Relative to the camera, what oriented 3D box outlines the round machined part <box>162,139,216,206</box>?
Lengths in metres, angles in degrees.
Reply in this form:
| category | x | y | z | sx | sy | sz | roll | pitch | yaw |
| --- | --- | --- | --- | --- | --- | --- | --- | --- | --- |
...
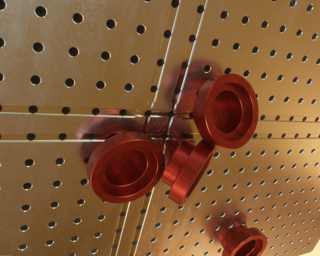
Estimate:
| category | x | y | z | sx | sy | sz | roll | pitch | yaw |
| --- | --- | --- | --- | --- | --- | --- | --- | --- | --- |
| round machined part | 0.037 | 0.056 | 0.434 | 0.098 | 0.042 | 0.098 | -53 | 164 | -23 |

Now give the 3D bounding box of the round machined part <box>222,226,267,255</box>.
| category | x | y | z | sx | sy | sz | roll | pitch | yaw |
| --- | --- | --- | --- | --- | --- | --- | --- | --- | --- |
| round machined part | 0.169 | 0.242 | 0.641 | 0.099 | 0.042 | 0.097 | -14 | 124 | -21 |

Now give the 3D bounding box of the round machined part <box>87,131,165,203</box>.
| category | x | y | z | sx | sy | sz | roll | pitch | yaw |
| --- | --- | --- | --- | --- | --- | --- | --- | --- | --- |
| round machined part | -0.046 | 0.047 | 0.403 | 0.099 | 0.042 | 0.097 | -14 | 124 | -21 |

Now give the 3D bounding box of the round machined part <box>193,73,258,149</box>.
| category | x | y | z | sx | sy | sz | roll | pitch | yaw |
| --- | --- | --- | --- | --- | --- | --- | --- | --- | --- |
| round machined part | 0.083 | -0.022 | 0.415 | 0.099 | 0.042 | 0.097 | -1 | 92 | -34 |
